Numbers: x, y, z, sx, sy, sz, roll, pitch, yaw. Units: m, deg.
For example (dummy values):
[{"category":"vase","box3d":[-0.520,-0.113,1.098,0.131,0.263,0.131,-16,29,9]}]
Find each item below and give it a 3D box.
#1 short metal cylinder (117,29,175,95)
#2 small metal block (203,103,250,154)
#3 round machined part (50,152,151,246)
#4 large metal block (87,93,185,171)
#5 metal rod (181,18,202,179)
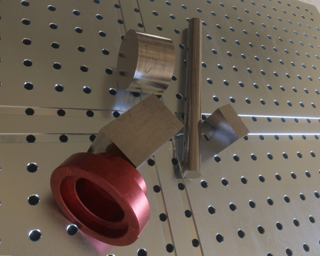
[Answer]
[{"category":"short metal cylinder","box3d":[-0.021,-0.087,0.416,0.050,0.080,0.080,5,60,-26]},{"category":"small metal block","box3d":[0.091,0.001,0.443,0.025,0.050,0.050,-22,74,-36]},{"category":"round machined part","box3d":[-0.052,0.063,0.297,0.098,0.097,0.042,41,43,-1]},{"category":"large metal block","box3d":[-0.031,0.018,0.346,0.050,0.080,0.080,47,51,4]},{"category":"metal rod","box3d":[0.052,-0.065,0.477,0.025,0.025,0.300,18,54,-18]}]
